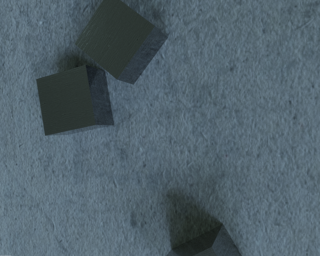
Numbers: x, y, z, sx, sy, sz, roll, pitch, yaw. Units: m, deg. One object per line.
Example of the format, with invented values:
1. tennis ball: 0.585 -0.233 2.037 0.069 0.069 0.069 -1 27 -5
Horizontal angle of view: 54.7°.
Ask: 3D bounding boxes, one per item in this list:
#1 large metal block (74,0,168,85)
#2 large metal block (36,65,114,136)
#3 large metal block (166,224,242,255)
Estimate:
1. large metal block: -0.051 -0.117 0.413 0.080 0.050 0.080 41 103 15
2. large metal block: -0.118 -0.036 0.436 0.080 0.050 0.080 -11 86 19
3. large metal block: 0.047 0.164 0.363 0.080 0.080 0.050 -33 80 17
